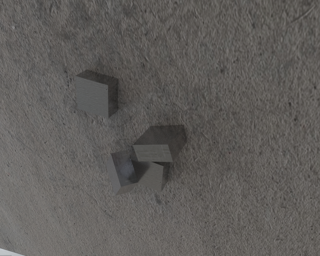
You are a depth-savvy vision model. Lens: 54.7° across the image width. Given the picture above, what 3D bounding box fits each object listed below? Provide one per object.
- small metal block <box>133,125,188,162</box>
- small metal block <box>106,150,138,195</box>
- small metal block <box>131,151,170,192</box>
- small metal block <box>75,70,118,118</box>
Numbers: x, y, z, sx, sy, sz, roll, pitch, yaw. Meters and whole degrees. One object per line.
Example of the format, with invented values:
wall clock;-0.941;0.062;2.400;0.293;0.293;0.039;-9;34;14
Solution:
small metal block;0.001;0.019;0.402;0.050;0.050;0.025;-2;117;29
small metal block;-0.057;0.066;0.453;0.050;0.025;0.050;123;131;-59
small metal block;-0.015;0.059;0.451;0.050;0.025;0.050;17;125;18
small metal block;-0.085;-0.047;0.423;0.050;0.025;0.050;18;126;18
